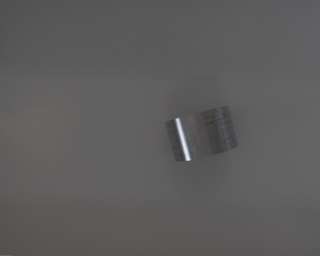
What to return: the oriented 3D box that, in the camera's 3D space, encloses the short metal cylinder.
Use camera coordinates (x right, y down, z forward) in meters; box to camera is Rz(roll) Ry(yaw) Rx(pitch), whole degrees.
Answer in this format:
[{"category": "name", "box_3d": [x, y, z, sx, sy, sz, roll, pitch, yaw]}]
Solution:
[{"category": "short metal cylinder", "box_3d": [0.051, 0.006, 0.384, 0.080, 0.080, 0.050, -15, 90, 0]}]
